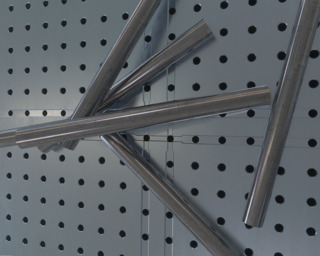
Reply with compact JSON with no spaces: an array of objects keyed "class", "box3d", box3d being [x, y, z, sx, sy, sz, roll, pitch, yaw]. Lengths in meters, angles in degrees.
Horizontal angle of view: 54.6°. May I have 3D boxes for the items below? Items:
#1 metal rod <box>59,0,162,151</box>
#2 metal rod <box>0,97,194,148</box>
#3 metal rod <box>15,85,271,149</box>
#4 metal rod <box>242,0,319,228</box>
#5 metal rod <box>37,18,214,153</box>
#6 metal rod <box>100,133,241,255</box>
[{"class":"metal rod","box3d":[-0.047,-0.106,0.402,0.025,0.025,0.299,30,89,17]},{"class":"metal rod","box3d":[-0.100,-0.005,0.427,0.301,0.025,0.025,-9,87,11]},{"class":"metal rod","box3d":[-0.021,-0.013,0.373,0.301,0.025,0.025,-10,87,1]},{"class":"metal rod","box3d":[0.145,-0.030,0.361,0.025,0.025,0.298,15,95,19]},{"class":"metal rod","box3d":[-0.060,-0.050,0.434,0.300,0.025,0.025,-33,80,17]},{"class":"metal rod","box3d":[0.030,0.108,0.402,0.300,0.025,0.025,44,104,14]}]
